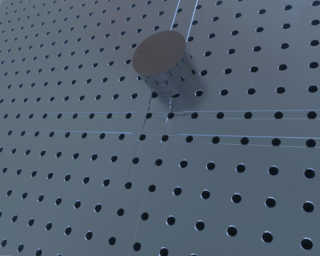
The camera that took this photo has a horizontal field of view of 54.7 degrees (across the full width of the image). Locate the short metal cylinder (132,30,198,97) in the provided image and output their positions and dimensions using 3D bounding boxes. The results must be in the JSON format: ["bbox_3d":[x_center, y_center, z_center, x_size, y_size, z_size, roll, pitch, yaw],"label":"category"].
[{"bbox_3d":[0.008,-0.092,0.443,0.080,0.050,0.080,-13,56,20],"label":"short metal cylinder"}]
